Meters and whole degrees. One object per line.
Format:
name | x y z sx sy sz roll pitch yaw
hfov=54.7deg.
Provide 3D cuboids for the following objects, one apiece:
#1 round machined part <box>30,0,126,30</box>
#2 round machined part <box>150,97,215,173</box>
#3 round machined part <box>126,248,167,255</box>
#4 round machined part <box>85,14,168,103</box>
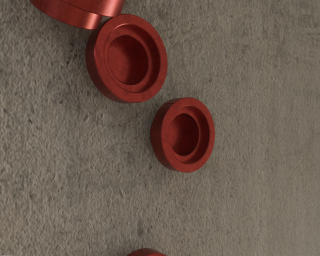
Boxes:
round machined part | -0.085 -0.130 0.299 0.099 0.098 0.042 4 126 -40
round machined part | 0.026 0.009 0.415 0.099 0.042 0.097 0 90 -40
round machined part | -0.027 0.194 0.372 0.099 0.042 0.097 0 90 -40
round machined part | -0.042 -0.077 0.358 0.099 0.042 0.097 0 90 -40
